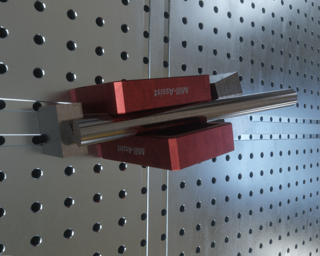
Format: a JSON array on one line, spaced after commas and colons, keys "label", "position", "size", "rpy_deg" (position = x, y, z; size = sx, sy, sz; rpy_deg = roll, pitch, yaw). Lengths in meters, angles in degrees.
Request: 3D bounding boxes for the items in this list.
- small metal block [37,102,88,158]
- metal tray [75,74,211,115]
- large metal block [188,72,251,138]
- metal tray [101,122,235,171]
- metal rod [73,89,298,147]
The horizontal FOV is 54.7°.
[{"label": "small metal block", "position": [-0.099, 0.001, 0.311], "size": [0.025, 0.050, 0.050], "rpy_deg": [-11, 97, -40]}, {"label": "metal tray", "position": [-0.017, -0.039, 0.353], "size": [0.131, 0.090, 0.030], "rpy_deg": [-12, 99, -40]}, {"label": "large metal block", "position": [0.070, -0.028, 0.433], "size": [0.050, 0.080, 0.080], "rpy_deg": [-29, 108, -37]}, {"label": "metal tray", "position": [0.004, 0.015, 0.346], "size": [0.091, 0.130, 0.030], "rpy_deg": [-13, 99, -40]}, {"label": "metal rod", "position": [0.053, -0.019, 0.357], "size": [0.303, 0.025, 0.025], "rpy_deg": [-11, 97, -30]}]
